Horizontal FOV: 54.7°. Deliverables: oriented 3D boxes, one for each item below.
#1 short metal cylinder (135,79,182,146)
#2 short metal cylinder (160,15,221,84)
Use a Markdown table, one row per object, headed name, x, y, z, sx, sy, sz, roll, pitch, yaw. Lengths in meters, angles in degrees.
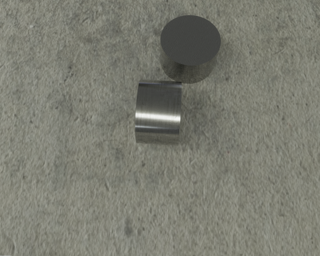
| name | x | y | z | sx | sy | sz | roll | pitch | yaw |
| --- | --- | --- | --- | --- | --- | --- | --- | --- | --- |
| short metal cylinder | -0.001 | -0.019 | 0.386 | 0.050 | 0.080 | 0.080 | 4 | 70 | 1 |
| short metal cylinder | 0.041 | -0.109 | 0.435 | 0.081 | 0.050 | 0.080 | 0 | 70 | 0 |
